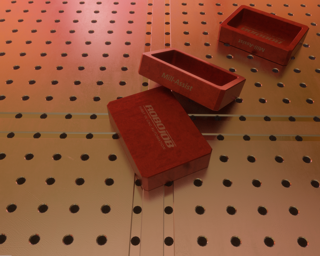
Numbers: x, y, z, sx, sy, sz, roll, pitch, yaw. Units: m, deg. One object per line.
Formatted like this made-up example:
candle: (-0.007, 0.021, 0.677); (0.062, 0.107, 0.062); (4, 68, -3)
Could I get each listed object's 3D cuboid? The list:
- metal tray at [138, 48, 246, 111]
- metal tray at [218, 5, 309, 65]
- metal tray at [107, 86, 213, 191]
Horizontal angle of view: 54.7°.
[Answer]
metal tray: (0.046, -0.075, 0.445); (0.130, 0.030, 0.091); (29, 31, 22)
metal tray: (0.181, -0.167, 0.547); (0.130, 0.030, 0.090); (29, 55, 22)
metal tray: (-0.004, 0.006, 0.399); (0.091, 0.030, 0.130); (-19, 53, -16)
